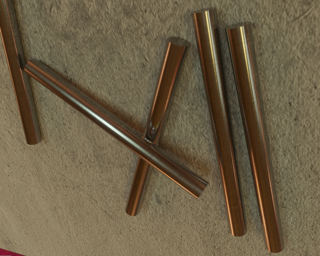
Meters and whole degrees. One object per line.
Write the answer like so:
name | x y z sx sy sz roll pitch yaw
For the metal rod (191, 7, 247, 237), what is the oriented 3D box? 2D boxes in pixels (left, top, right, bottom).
metal rod | 0.077 0.013 0.373 0.025 0.025 0.298 0 119 28

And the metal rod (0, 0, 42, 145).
metal rod | -0.212 -0.104 0.454 0.025 0.025 0.298 15 125 19

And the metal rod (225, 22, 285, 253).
metal rod | 0.117 0.030 0.363 0.025 0.025 0.298 -3 117 29

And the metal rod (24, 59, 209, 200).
metal rod | -0.067 -0.006 0.413 0.300 0.025 0.025 35 129 14

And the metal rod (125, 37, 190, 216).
metal rod | -0.013 0.021 0.426 0.025 0.025 0.298 25 128 12
